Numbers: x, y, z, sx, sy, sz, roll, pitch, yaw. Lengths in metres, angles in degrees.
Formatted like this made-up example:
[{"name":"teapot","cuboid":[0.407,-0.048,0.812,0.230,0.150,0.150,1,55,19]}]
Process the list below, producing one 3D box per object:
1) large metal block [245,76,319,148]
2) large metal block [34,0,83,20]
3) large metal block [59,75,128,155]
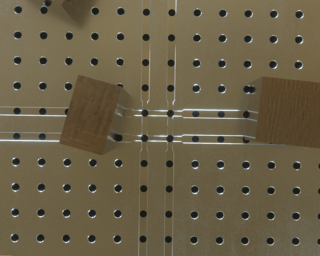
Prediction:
[{"name":"large metal block","cuboid":[0.160,-0.019,0.402,0.080,0.050,0.080,6,90,0]},{"name":"large metal block","cuboid":[-0.137,-0.202,0.400,0.080,0.050,0.080,27,90,0]},{"name":"large metal block","cuboid":[-0.078,-0.015,0.385,0.050,0.080,0.080,16,90,0]}]
